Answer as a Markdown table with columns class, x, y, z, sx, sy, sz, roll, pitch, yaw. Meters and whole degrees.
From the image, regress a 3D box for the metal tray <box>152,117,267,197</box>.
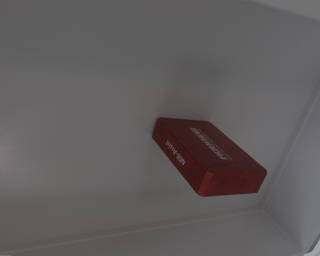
| class | x | y | z | sx | sy | sz | roll | pitch | yaw |
| --- | --- | --- | --- | --- | --- | --- | --- | --- | --- |
| metal tray | 0.057 | 0.031 | 0.390 | 0.091 | 0.130 | 0.030 | 4 | 117 | -30 |
